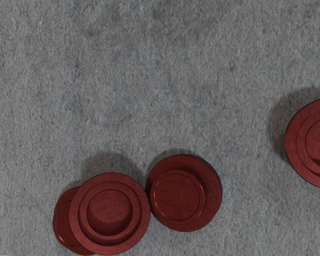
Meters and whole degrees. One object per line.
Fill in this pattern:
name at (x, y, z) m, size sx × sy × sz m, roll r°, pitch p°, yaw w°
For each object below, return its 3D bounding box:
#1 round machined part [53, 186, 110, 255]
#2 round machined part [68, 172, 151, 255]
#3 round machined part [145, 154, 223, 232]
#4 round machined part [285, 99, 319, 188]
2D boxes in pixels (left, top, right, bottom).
round machined part at (-0.110, 0.132, 0.437) m, size 0.098 × 0.042 × 0.097 m, roll 0°, pitch 90°, yaw 19°
round machined part at (-0.064, 0.106, 0.394) m, size 0.099 × 0.042 × 0.097 m, roll 2°, pitch 80°, yaw -13°
round machined part at (0.027, 0.083, 0.390) m, size 0.098 × 0.042 × 0.097 m, roll 0°, pitch 90°, yaw 19°
round machined part at (0.187, 0.016, 0.334) m, size 0.098 × 0.042 × 0.097 m, roll 0°, pitch 90°, yaw 19°
